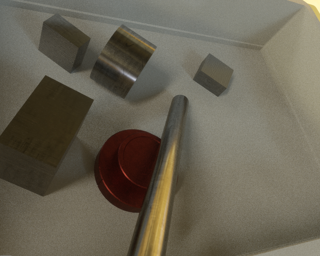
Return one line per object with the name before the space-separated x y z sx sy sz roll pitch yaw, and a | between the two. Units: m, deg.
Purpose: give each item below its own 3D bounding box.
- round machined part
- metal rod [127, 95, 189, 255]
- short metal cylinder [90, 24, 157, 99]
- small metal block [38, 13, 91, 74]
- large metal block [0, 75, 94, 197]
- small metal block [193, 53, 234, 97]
round machined part | -0.022 0.044 0.357 0.099 0.042 0.098 14 56 -21
metal rod | 0.008 0.030 0.315 0.025 0.025 0.301 32 27 -8
short metal cylinder | -0.046 -0.084 0.398 0.050 0.080 0.080 32 51 -8
small metal block | -0.121 -0.105 0.389 0.050 0.050 0.025 37 51 -4
large metal block | -0.114 0.010 0.304 0.050 0.080 0.080 28 52 -11
small metal block | 0.088 -0.087 0.509 0.050 0.025 0.050 33 51 -7
